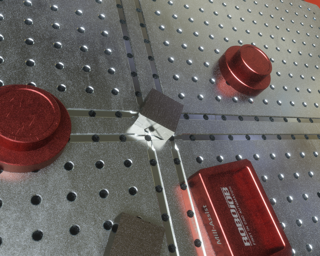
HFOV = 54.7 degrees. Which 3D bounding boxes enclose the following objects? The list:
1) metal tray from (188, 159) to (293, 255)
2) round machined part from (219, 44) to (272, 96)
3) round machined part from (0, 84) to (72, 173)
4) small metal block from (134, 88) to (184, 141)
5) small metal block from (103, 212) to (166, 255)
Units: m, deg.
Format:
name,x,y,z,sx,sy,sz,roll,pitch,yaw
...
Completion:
name,x,y,z,sx,sy,sz,roll,pitch,yaw
metal tray,0.100,0.110,0.391,0.091,0.030,0.130,-7,65,-31
round machined part,0.157,-0.109,0.548,0.099,0.042,0.098,13,56,-21
round machined part,-0.143,-0.007,0.324,0.099,0.042,0.098,14,56,-21
small metal block,-0.001,-0.018,0.419,0.050,0.025,0.050,28,52,-10
small metal block,-0.027,0.122,0.319,0.050,0.025,0.050,25,53,-13
